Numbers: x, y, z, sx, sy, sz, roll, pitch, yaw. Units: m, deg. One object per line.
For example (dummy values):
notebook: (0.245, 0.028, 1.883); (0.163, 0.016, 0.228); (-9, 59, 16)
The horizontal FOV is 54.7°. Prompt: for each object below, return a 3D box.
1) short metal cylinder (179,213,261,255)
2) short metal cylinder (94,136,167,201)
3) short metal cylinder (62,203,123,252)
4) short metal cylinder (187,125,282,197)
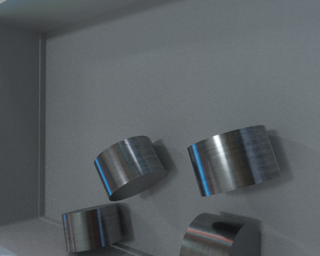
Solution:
short metal cylinder: (0.063, 0.132, 0.317); (0.050, 0.081, 0.079); (2, 91, 40)
short metal cylinder: (-0.038, 0.053, 0.400); (0.080, 0.081, 0.050); (-42, 65, 31)
short metal cylinder: (-0.097, 0.142, 0.449); (0.080, 0.081, 0.050); (-18, 79, 38)
short metal cylinder: (0.073, 0.034, 0.310); (0.080, 0.081, 0.050); (-24, 75, 37)
